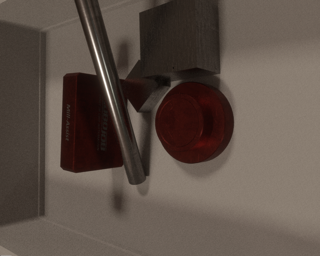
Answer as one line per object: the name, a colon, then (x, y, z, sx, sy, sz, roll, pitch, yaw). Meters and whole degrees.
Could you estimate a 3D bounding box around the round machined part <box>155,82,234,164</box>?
round machined part: (0.033, -0.006, 0.367, 0.098, 0.042, 0.097, 0, 90, 39)

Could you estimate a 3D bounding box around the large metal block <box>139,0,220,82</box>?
large metal block: (0.023, -0.102, 0.370, 0.080, 0.050, 0.079, -3, 88, 39)

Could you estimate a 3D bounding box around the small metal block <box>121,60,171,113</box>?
small metal block: (-0.021, -0.056, 0.422, 0.050, 0.025, 0.050, -50, 61, 28)

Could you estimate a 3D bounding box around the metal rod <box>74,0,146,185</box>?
metal rod: (-0.063, -0.061, 0.376, 0.025, 0.025, 0.298, 7, 120, 39)

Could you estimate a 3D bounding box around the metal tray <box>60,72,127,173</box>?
metal tray: (-0.090, -0.007, 0.436, 0.030, 0.091, 0.129, 4, 93, 40)
